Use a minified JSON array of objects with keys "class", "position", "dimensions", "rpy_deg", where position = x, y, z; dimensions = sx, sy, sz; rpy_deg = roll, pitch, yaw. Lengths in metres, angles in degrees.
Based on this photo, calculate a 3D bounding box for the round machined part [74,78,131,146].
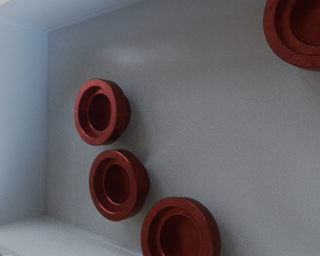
[{"class":"round machined part","position":[-0.082,-0.023,0.464],"dimensions":[0.098,0.042,0.097],"rpy_deg":[0,90,40]}]

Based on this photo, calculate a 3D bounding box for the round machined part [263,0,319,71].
[{"class":"round machined part","position":[0.147,-0.099,0.274],"dimensions":[0.098,0.042,0.097],"rpy_deg":[0,90,40]}]

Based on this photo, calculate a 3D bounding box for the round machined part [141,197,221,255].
[{"class":"round machined part","position":[0.028,0.131,0.366],"dimensions":[0.098,0.042,0.098],"rpy_deg":[-10,74,36]}]

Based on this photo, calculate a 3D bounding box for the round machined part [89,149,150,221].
[{"class":"round machined part","position":[-0.054,0.078,0.440],"dimensions":[0.098,0.042,0.097],"rpy_deg":[0,90,40]}]
